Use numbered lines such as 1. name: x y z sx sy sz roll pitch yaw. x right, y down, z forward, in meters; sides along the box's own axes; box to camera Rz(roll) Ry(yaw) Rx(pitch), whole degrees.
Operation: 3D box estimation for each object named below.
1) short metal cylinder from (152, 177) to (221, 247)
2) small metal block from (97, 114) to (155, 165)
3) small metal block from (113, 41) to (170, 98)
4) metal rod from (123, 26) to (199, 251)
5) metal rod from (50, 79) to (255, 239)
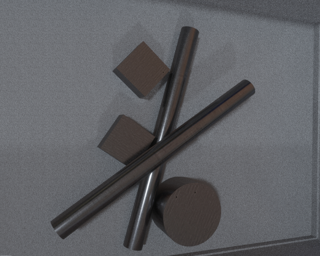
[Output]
1. short metal cylinder: 0.033 0.108 0.411 0.081 0.050 0.079 0 90 -21
2. small metal block: -0.043 0.018 0.395 0.050 0.025 0.050 36 78 -17
3. small metal block: -0.024 -0.075 0.402 0.050 0.025 0.050 45 76 -15
4. metal rod: 0.003 0.009 0.412 0.025 0.025 0.299 17 84 -20
5. metal rod: 0.004 0.029 0.385 0.301 0.025 0.025 -36 102 -16
